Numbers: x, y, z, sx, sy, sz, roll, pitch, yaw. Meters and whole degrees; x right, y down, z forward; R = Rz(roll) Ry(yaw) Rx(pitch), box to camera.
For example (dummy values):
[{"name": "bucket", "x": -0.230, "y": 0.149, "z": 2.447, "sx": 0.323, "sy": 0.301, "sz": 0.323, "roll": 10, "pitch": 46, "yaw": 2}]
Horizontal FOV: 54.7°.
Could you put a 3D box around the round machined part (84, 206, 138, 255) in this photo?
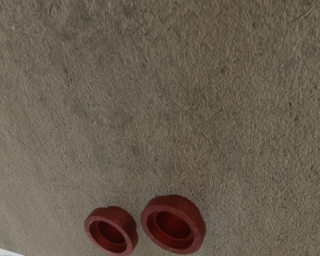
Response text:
[{"name": "round machined part", "x": -0.081, "y": 0.178, "z": 0.549, "sx": 0.098, "sy": 0.042, "sz": 0.097, "roll": 13, "pitch": 124, "yaw": 21}]

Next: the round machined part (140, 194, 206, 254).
[{"name": "round machined part", "x": 0.023, "y": 0.141, "z": 0.471, "sx": 0.098, "sy": 0.042, "sz": 0.097, "roll": 13, "pitch": 124, "yaw": 21}]
